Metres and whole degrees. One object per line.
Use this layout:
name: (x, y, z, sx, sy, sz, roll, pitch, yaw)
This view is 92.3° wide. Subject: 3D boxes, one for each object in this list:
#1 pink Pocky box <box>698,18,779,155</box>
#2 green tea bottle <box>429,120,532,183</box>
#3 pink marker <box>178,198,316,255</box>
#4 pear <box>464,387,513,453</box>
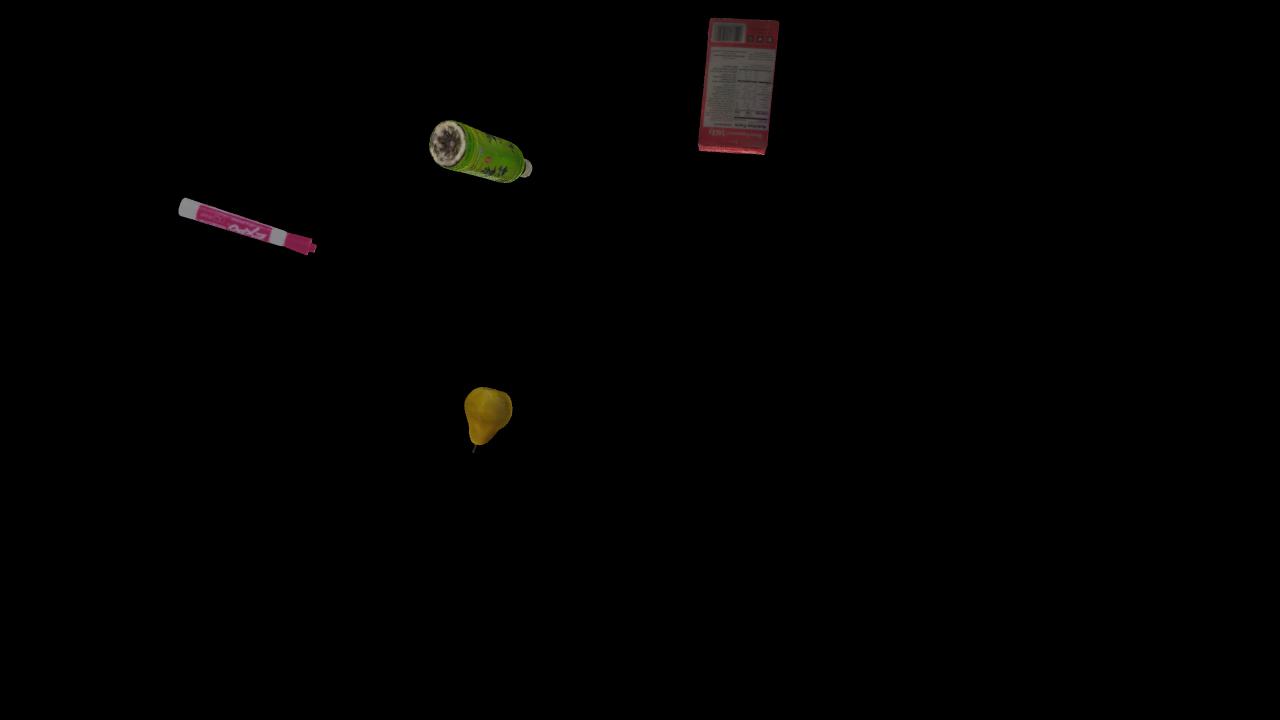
pink Pocky box: (0.119, -0.331, 0.749, 0.084, 0.155, 0.029, 5, 1, 6)
green tea bottle: (-0.240, -0.323, 0.978, 0.073, 0.073, 0.212, 0, 8, 20)
pink marker: (-0.398, -0.134, 0.629, 0.121, 0.020, 0.020, 17, -7, -25)
pear: (-0.252, 0.101, 0.997, 0.080, 0.111, 0.080, 13, -2, 0)
